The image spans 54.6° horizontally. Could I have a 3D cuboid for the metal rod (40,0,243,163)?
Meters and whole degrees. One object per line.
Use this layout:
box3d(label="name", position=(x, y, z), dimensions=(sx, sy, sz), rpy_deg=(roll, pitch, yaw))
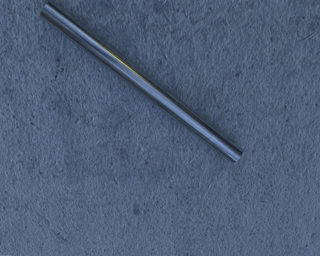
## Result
box3d(label="metal rod", position=(-0.013, -0.050, 0.391), dimensions=(0.301, 0.025, 0.025), rpy_deg=(37, 106, -13))
